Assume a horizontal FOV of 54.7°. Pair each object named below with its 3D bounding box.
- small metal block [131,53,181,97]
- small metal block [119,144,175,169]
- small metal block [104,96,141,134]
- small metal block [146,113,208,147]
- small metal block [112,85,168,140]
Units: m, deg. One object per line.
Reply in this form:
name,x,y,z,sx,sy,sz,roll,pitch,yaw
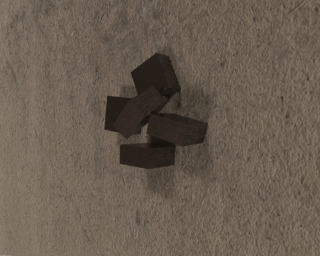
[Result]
small metal block,-0.006,-0.062,0.408,0.050,0.025,0.050,-29,72,36
small metal block,-0.016,0.035,0.400,0.050,0.050,0.025,4,93,39
small metal block,-0.052,-0.019,0.446,0.050,0.025,0.050,10,96,39
small metal block,0.021,0.001,0.367,0.050,0.050,0.025,18,102,32
small metal block,-0.024,-0.019,0.379,0.025,0.050,0.050,45,133,4
